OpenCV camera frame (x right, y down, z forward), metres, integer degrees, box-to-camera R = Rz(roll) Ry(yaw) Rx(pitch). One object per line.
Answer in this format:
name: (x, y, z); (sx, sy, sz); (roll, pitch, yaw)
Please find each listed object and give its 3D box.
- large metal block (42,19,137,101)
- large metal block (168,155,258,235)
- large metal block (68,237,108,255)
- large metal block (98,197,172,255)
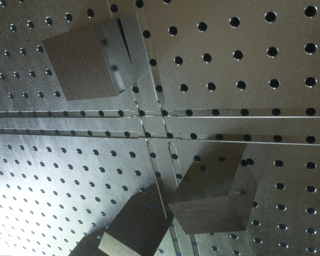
large metal block: (-0.086, -0.083, 0.387); (0.080, 0.050, 0.080); (-2, 118, 29)
large metal block: (0.069, 0.084, 0.391); (0.080, 0.080, 0.050); (-18, 109, 35)
large metal block: (-0.151, 0.286, 0.629); (0.080, 0.080, 0.050); (28, 128, 10)
large metal block: (-0.039, 0.173, 0.502); (0.080, 0.080, 0.050); (30, 128, 8)
